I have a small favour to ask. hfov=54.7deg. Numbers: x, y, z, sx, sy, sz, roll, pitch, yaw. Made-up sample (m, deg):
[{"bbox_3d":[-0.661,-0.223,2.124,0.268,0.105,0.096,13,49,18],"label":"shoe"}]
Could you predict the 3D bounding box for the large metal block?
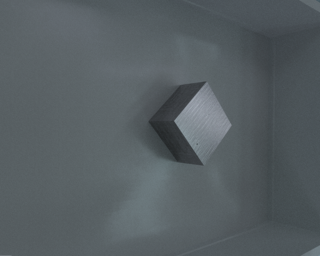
[{"bbox_3d":[0.044,-0.006,0.430,0.080,0.050,0.080,-50,120,-28],"label":"large metal block"}]
